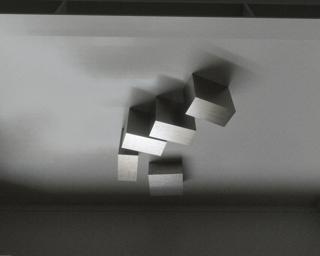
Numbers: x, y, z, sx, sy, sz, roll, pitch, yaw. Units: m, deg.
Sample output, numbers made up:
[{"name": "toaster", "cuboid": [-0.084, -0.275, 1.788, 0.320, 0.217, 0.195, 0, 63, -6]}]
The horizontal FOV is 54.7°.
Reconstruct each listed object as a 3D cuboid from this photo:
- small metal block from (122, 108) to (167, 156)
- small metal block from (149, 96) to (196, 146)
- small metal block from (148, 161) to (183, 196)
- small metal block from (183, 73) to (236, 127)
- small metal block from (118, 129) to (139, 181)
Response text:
[{"name": "small metal block", "cuboid": [-0.019, 0.004, 0.396, 0.050, 0.050, 0.025, 13, 129, -11]}, {"name": "small metal block", "cuboid": [0.015, -0.010, 0.385, 0.050, 0.050, 0.025, 14, 129, -12]}, {"name": "small metal block", "cuboid": [0.009, 0.078, 0.475, 0.050, 0.025, 0.050, -2, 130, 1]}, {"name": "small metal block", "cuboid": [0.057, -0.033, 0.365, 0.050, 0.050, 0.025, 18, 128, -15]}, {"name": "small metal block", "cuboid": [-0.042, 0.037, 0.423, 0.025, 0.050, 0.050, 4, 130, -4]}]
